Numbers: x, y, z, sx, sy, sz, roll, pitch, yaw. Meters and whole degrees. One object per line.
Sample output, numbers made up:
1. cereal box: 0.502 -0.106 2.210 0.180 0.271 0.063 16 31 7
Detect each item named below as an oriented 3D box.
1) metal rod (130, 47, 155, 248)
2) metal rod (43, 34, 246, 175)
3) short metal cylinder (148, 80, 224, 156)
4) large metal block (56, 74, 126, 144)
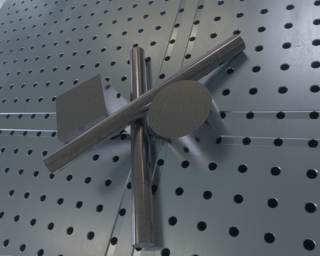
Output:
1. metal rod: -0.027 0.003 0.420 0.025 0.025 0.299 -17 55 18
2. metal rod: -0.016 -0.034 0.408 0.301 0.025 0.025 -34 51 -6
3. short metal cylinder: 0.032 -0.012 0.383 0.080 0.050 0.080 -13 56 21
4. large metal block: -0.104 -0.021 0.460 0.080 0.050 0.080 -26 53 12
